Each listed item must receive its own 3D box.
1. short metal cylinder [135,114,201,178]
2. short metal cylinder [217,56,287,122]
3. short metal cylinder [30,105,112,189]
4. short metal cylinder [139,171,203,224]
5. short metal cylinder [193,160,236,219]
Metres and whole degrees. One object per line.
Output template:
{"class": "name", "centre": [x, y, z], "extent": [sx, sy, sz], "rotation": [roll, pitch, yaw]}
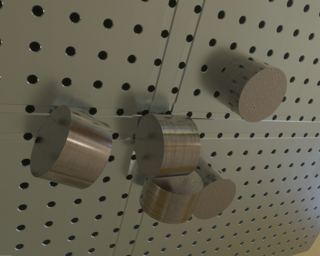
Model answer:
{"class": "short metal cylinder", "centre": [0.007, 0.022, 0.395], "extent": [0.050, 0.080, 0.079], "rotation": [1, 118, -29]}
{"class": "short metal cylinder", "centre": [0.128, -0.055, 0.433], "extent": [0.081, 0.050, 0.079], "rotation": [-14, 124, -21]}
{"class": "short metal cylinder", "centre": [-0.097, 0.021, 0.337], "extent": [0.050, 0.080, 0.080], "rotation": [27, 103, -38]}
{"class": "short metal cylinder", "centre": [0.015, 0.089, 0.441], "extent": [0.081, 0.080, 0.050], "rotation": [2, 118, -30]}
{"class": "short metal cylinder", "centre": [0.074, 0.100, 0.500], "extent": [0.081, 0.050, 0.079], "rotation": [-14, 125, -21]}
